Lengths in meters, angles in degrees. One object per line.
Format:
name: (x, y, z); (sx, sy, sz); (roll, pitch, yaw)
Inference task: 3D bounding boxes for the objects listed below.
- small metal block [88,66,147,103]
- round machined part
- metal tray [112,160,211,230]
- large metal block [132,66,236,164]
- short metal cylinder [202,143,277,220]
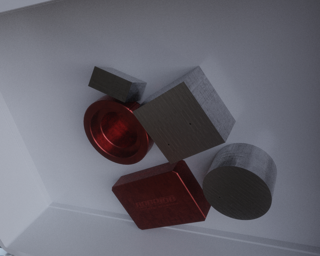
small metal block: (-0.051, -0.054, 0.381); (0.050, 0.050, 0.025); (25, 104, 12)
round machined part: (-0.051, -0.002, 0.422); (0.098, 0.042, 0.097); (13, 124, 20)
metal tray: (0.000, 0.105, 0.469); (0.130, 0.030, 0.090); (-21, 107, 35)
large metal block: (0.029, -0.014, 0.368); (0.080, 0.050, 0.080); (-27, 104, 37)
short metal cylinder: (0.099, 0.065, 0.380); (0.080, 0.050, 0.079); (13, 124, 20)
